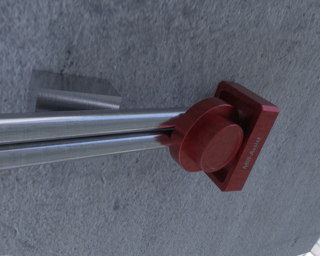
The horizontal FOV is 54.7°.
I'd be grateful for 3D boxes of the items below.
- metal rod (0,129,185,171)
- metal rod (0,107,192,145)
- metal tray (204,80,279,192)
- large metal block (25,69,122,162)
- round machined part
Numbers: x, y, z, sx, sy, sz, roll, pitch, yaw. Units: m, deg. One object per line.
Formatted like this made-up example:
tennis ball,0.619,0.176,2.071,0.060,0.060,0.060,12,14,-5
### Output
metal rod,-0.032,0.015,0.343,0.302,0.025,0.025,-5,122,-41
metal rod,-0.024,-0.009,0.333,0.302,0.025,0.025,-5,122,-41
metal tray,0.097,0.011,0.427,0.030,0.090,0.129,4,117,-31
large metal block,-0.095,-0.011,0.330,0.081,0.050,0.079,3,117,-30
round machined part,0.063,0.015,0.380,0.099,0.042,0.097,-23,133,-27
